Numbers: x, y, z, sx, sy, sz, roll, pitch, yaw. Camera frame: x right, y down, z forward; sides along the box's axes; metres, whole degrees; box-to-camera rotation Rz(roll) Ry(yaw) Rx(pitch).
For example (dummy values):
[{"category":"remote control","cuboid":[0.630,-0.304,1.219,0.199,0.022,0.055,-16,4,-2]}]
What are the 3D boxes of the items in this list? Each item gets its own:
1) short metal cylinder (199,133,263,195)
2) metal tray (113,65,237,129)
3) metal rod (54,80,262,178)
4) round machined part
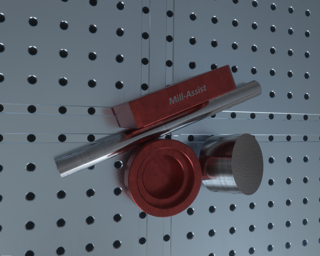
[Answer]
[{"category":"short metal cylinder","cuboid":[0.097,0.049,0.419,0.081,0.050,0.080,7,80,-44]},{"category":"metal tray","cuboid":[0.015,-0.037,0.383,0.131,0.090,0.030,-23,98,-19]},{"category":"metal rod","cuboid":[0.012,-0.006,0.416,0.302,0.025,0.025,-22,98,-19]},{"category":"round machined part","cuboid":[0.002,0.062,0.404,0.099,0.042,0.097,0,90,-20]}]
